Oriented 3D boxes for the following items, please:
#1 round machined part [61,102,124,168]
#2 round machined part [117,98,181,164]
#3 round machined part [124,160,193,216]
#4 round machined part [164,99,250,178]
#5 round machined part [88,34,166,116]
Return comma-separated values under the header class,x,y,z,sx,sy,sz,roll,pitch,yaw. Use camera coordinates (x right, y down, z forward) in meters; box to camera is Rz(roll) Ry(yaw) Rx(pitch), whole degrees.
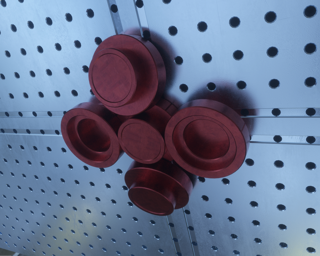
class,x,y,z,sx,sy,sz,roll,pitch,yaw
round machined part,-0.090,0.006,0.449,0.098,0.042,0.097,13,124,20
round machined part,-0.016,0.009,0.411,0.098,0.042,0.097,13,124,20
round machined part,-0.006,0.089,0.442,0.098,0.042,0.097,15,139,14
round machined part,0.059,0.009,0.374,0.098,0.042,0.097,13,124,20
round machined part,-0.046,-0.062,0.370,0.098,0.042,0.097,8,108,27
